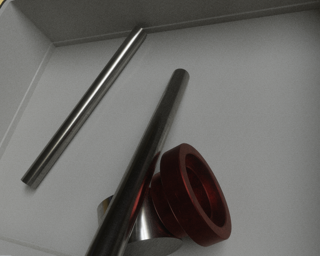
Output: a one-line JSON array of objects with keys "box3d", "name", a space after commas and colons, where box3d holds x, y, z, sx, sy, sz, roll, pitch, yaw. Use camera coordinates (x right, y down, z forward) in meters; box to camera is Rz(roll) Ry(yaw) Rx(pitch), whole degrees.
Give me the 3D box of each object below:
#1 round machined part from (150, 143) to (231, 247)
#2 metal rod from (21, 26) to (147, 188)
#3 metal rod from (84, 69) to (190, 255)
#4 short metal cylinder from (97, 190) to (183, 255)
[{"box3d": [0.027, 0.067, 0.303, 0.042, 0.098, 0.098, -29, 52, 20], "name": "round machined part"}, {"box3d": [-0.113, -0.040, 0.487, 0.025, 0.025, 0.300, 24, 74, 36], "name": "metal rod"}, {"box3d": [-0.008, 0.016, 0.320, 0.025, 0.025, 0.301, -9, 33, 23], "name": "metal rod"}, {"box3d": [-0.022, 0.102, 0.318, 0.080, 0.080, 0.050, -24, 53, 13], "name": "short metal cylinder"}]
